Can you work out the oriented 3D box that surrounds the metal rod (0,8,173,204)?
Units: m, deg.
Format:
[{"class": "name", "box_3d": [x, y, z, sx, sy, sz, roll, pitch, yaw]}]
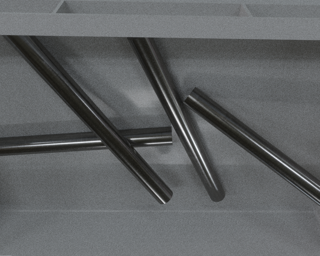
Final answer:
[{"class": "metal rod", "box_3d": [-0.076, -0.007, 0.376, 0.025, 0.025, 0.300, -28, 118, 21]}]

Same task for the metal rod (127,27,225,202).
[{"class": "metal rod", "box_3d": [0.035, 0.005, 0.414, 0.025, 0.025, 0.299, -18, 128, 14]}]

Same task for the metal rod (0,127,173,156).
[{"class": "metal rod", "box_3d": [-0.134, 0.021, 0.424, 0.302, 0.025, 0.025, -4, 130, 2]}]

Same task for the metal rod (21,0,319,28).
[{"class": "metal rod", "box_3d": [0.017, -0.116, 0.310, 0.302, 0.025, 0.025, -1, 130, 0]}]

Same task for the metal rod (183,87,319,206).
[{"class": "metal rod", "box_3d": [0.156, 0.050, 0.377, 0.301, 0.025, 0.025, 37, 124, 1]}]
